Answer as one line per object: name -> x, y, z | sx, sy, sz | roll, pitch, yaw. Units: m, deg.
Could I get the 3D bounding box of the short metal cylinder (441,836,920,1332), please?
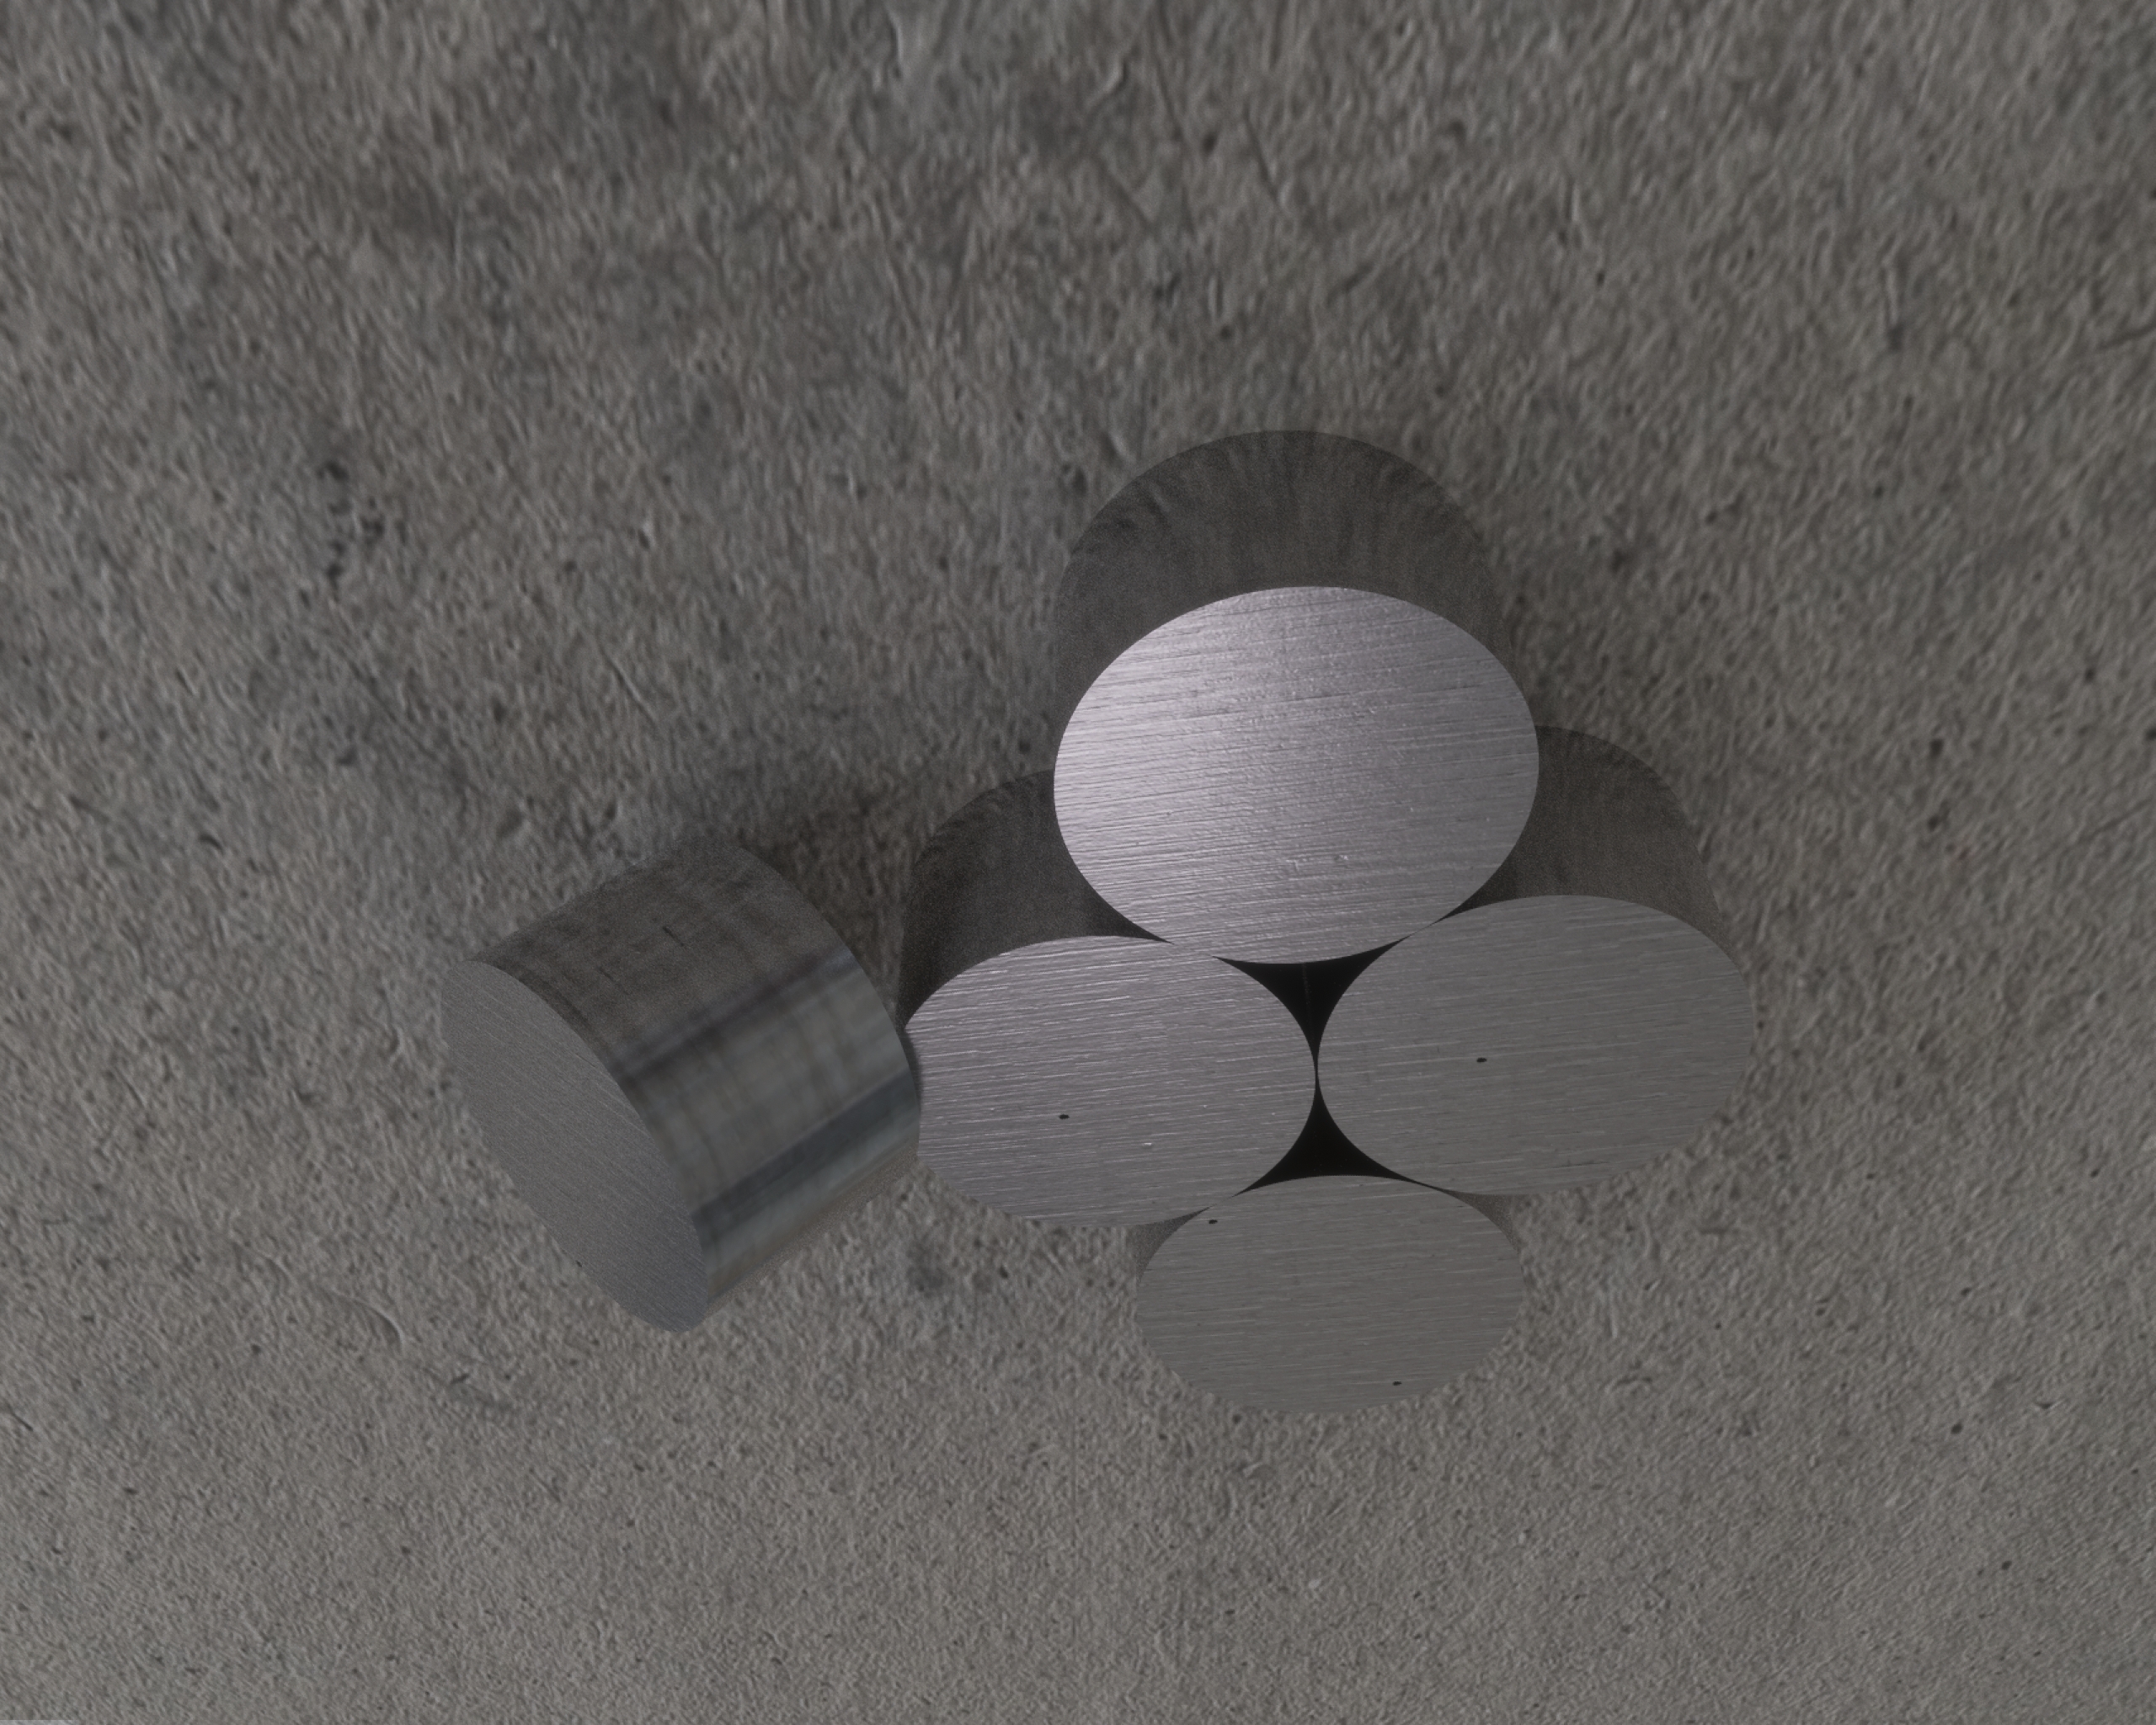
short metal cylinder -> -0.076, 0.042, 0.398 | 0.080, 0.050, 0.079 | 31, 139, 33

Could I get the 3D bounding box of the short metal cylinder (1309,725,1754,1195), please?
short metal cylinder -> 0.085, 0.020, 0.408 | 0.081, 0.050, 0.079 | 0, 130, 0

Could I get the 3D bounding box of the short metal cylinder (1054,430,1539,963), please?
short metal cylinder -> 0.036, -0.028, 0.367 | 0.081, 0.050, 0.079 | 0, 130, 0

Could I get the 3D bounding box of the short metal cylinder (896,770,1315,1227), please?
short metal cylinder -> 0.005, 0.027, 0.414 | 0.081, 0.050, 0.079 | 0, 130, 0

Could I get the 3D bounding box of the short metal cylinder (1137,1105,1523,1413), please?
short metal cylinder -> 0.053, 0.076, 0.456 | 0.081, 0.050, 0.079 | 0, 130, 0
